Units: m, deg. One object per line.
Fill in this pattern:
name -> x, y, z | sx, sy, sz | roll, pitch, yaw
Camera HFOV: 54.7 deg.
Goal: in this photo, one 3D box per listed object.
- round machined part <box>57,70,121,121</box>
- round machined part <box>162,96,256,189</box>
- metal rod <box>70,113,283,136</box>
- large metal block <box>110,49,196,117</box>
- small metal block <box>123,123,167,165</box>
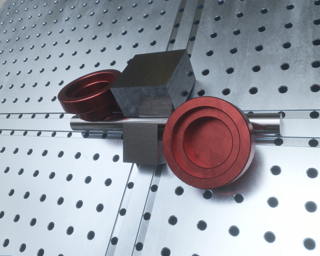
round machined part -> -0.096, -0.046, 0.460 | 0.098, 0.042, 0.098 | -13, 32, 8
round machined part -> 0.056, 0.016, 0.342 | 0.098, 0.042, 0.097 | -2, 86, 28
metal rod -> 0.001, -0.006, 0.412 | 0.300, 0.025, 0.025 | 1, 62, 28
large metal block -> -0.006, -0.060, 0.418 | 0.080, 0.050, 0.080 | 1, 44, 28
small metal block -> -0.019, 0.019, 0.394 | 0.050, 0.025, 0.050 | 1, 91, 28
